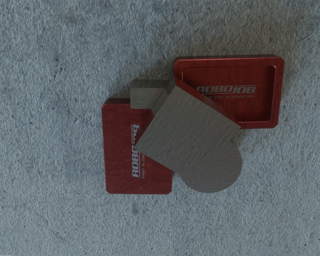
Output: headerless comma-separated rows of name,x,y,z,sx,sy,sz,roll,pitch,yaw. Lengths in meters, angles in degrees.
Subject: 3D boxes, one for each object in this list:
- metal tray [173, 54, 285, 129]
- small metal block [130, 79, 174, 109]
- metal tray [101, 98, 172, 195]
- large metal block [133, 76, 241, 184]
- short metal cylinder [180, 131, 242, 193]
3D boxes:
metal tray,0.083,-0.045,0.392,0.131,0.030,0.089,-2,110,0
small metal block,-0.009,-0.043,0.382,0.050,0.050,0.025,1,110,-1
metal tray,-0.028,0.026,0.419,0.091,0.030,0.129,1,110,0
large metal block,0.028,0.001,0.344,0.080,0.050,0.080,31,107,-11
short metal cylinder,0.063,0.039,0.412,0.080,0.050,0.079,0,110,0
